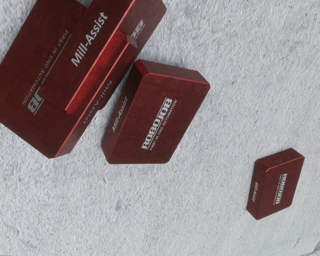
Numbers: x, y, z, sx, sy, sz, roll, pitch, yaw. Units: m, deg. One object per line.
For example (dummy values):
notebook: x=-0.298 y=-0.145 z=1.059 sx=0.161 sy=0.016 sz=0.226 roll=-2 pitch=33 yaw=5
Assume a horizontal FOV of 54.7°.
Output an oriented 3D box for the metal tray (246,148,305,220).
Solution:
metal tray: x=0.218 y=0.108 z=0.589 sx=0.091 sy=0.030 sz=0.129 roll=-15 pitch=125 yaw=-20

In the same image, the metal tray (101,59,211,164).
metal tray: x=-0.008 y=-0.012 z=0.374 sx=0.091 sy=0.030 sz=0.129 roll=4 pitch=127 yaw=-33

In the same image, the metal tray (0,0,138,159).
metal tray: x=-0.093 y=-0.049 z=0.285 sx=0.090 sy=0.030 sz=0.130 roll=35 pitch=99 yaw=6

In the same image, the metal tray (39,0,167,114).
metal tray: x=-0.049 y=-0.076 z=0.293 sx=0.030 sy=0.090 sz=0.129 roll=36 pitch=101 yaw=5
